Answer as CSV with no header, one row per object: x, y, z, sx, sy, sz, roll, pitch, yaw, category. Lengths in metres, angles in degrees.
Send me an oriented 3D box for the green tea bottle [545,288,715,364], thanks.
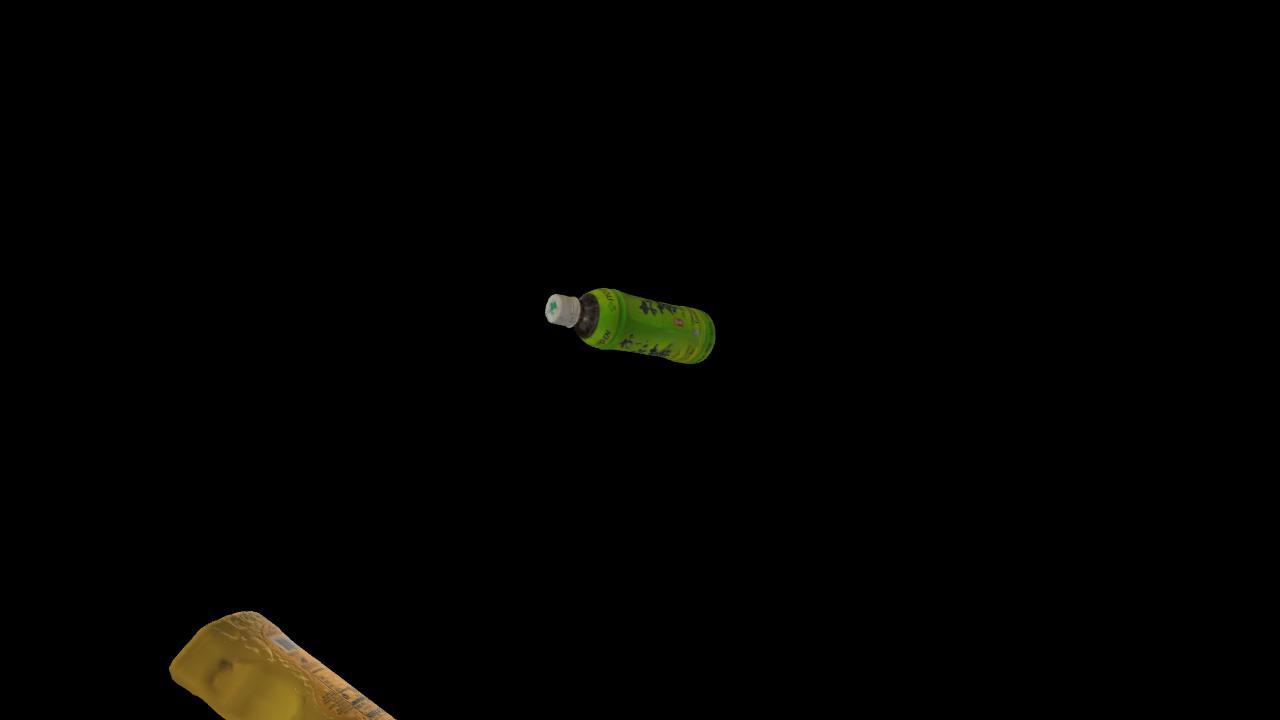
-0.010,-0.040,0.697,0.212,0.073,0.073,7,-4,-37,green tea bottle

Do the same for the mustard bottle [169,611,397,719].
-0.212,0.241,0.410,0.184,0.054,0.092,31,-29,8,mustard bottle
